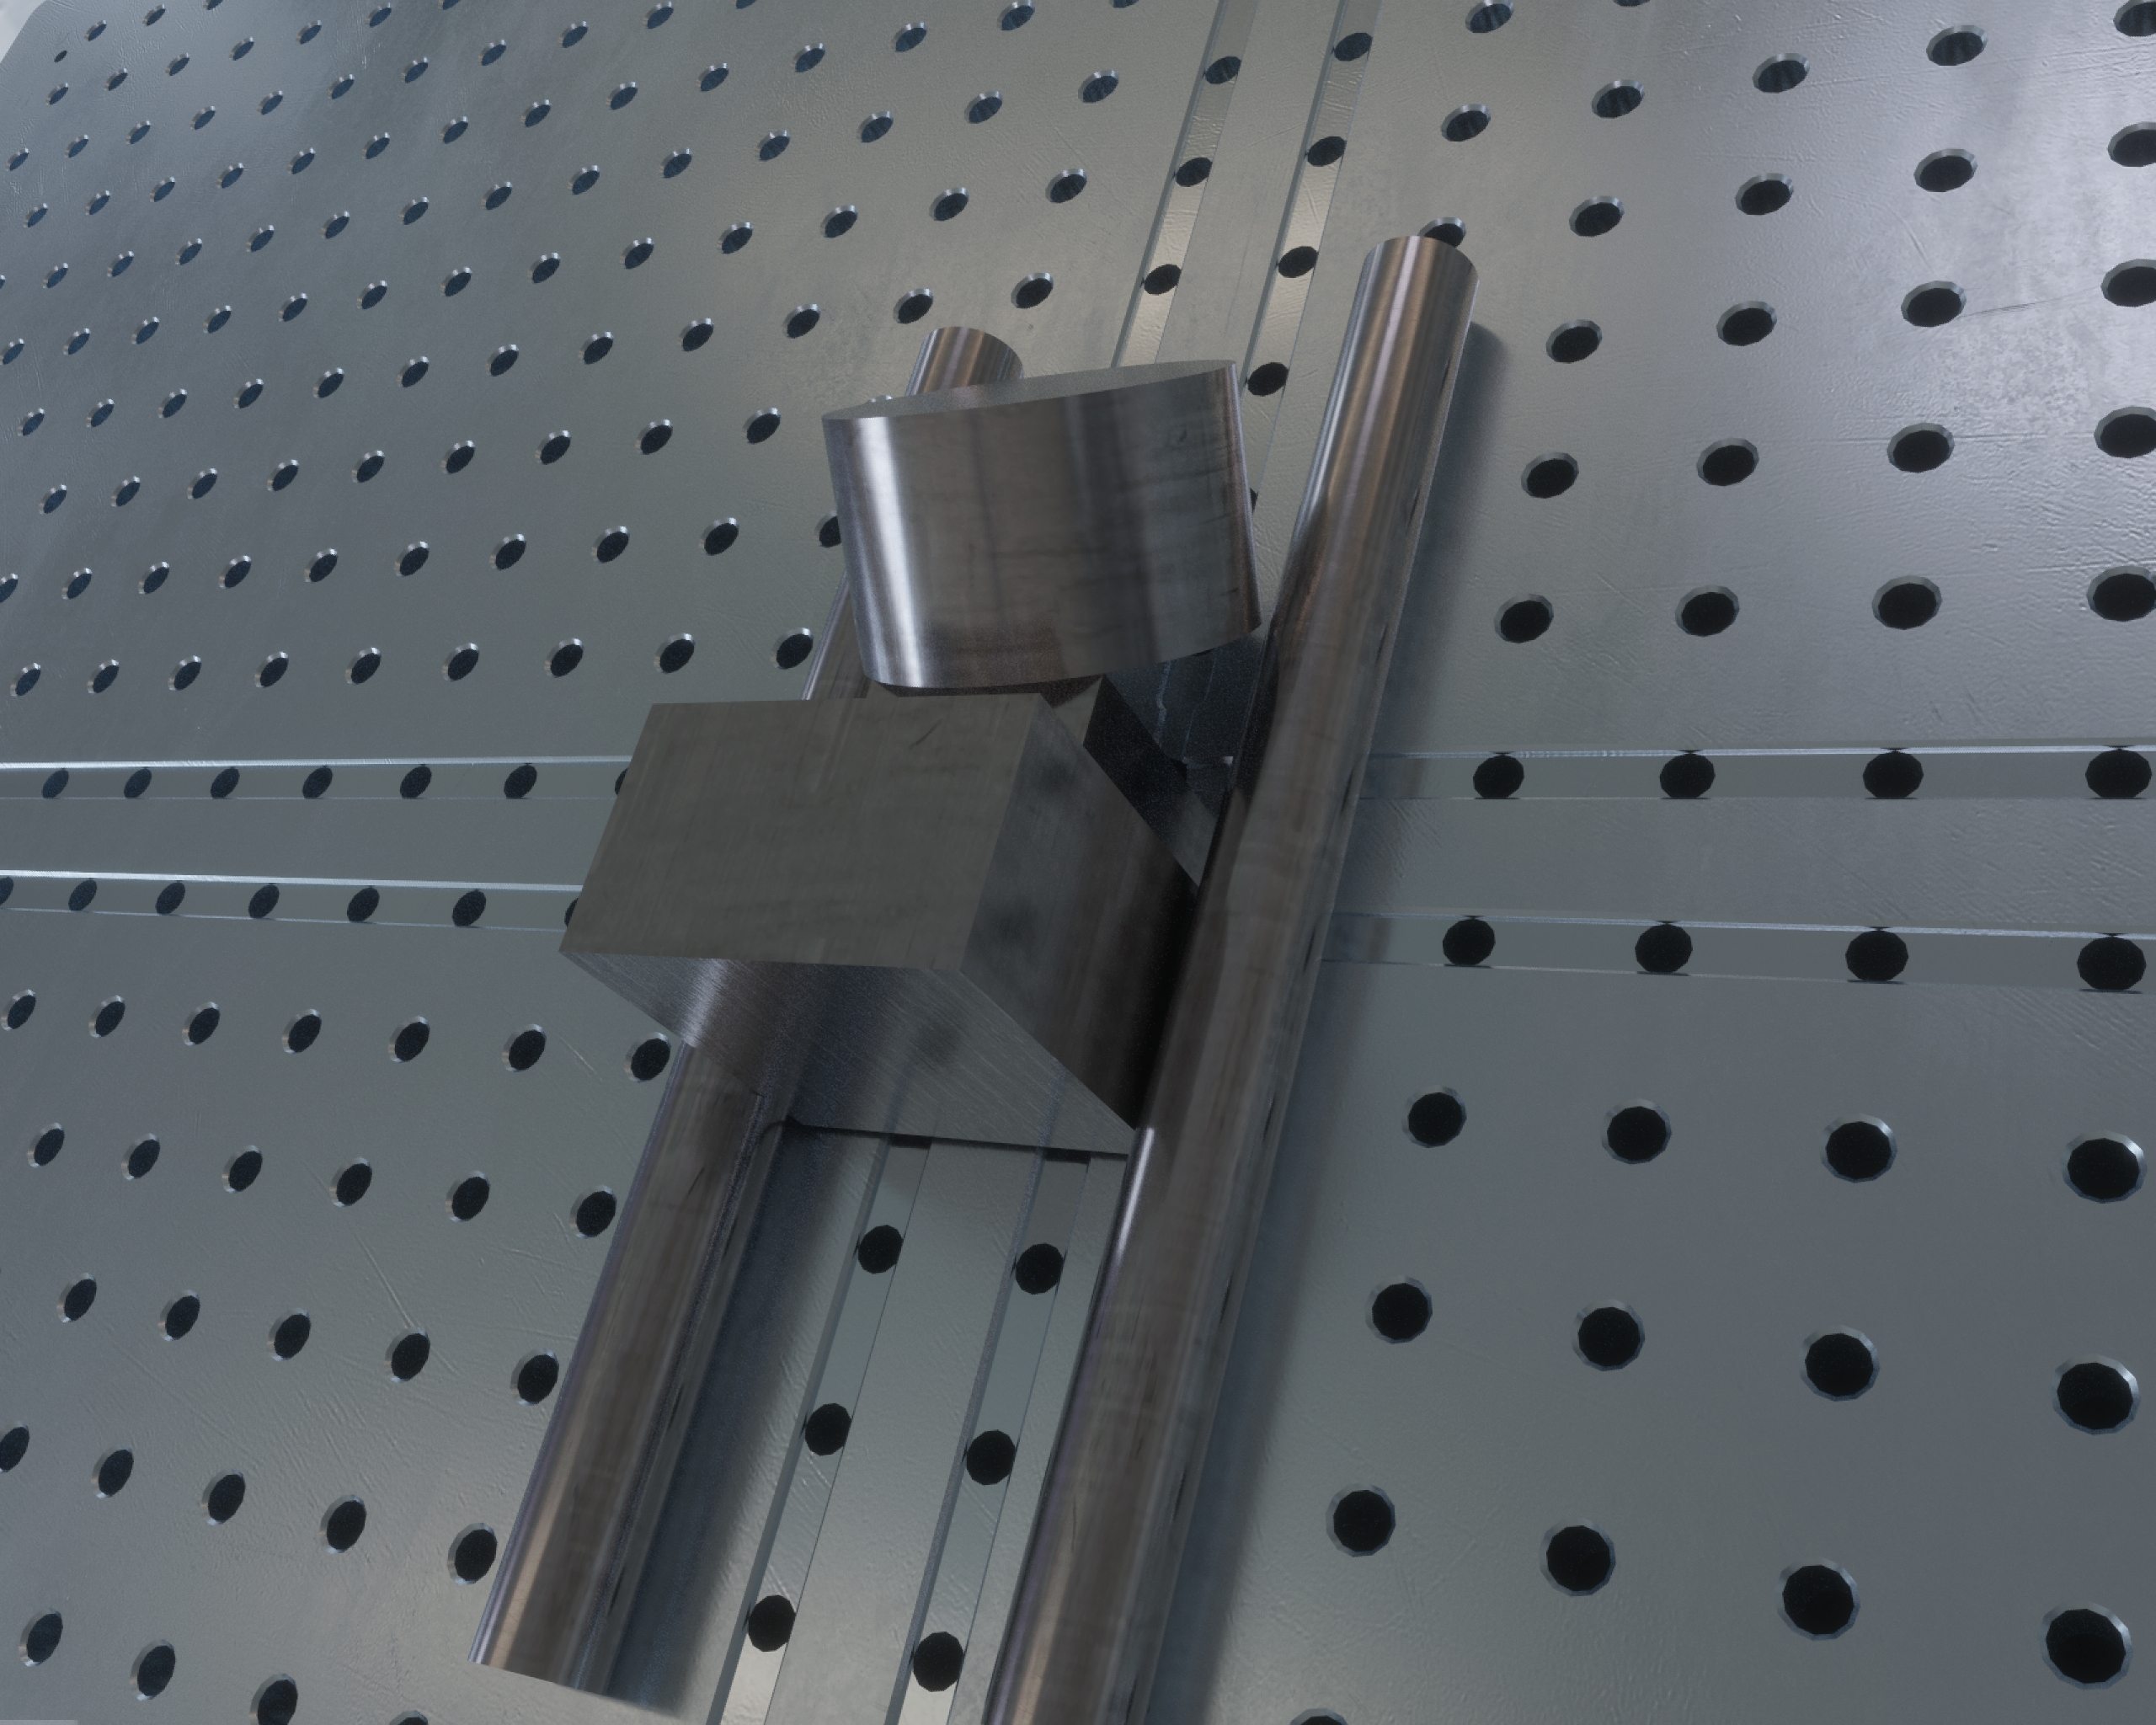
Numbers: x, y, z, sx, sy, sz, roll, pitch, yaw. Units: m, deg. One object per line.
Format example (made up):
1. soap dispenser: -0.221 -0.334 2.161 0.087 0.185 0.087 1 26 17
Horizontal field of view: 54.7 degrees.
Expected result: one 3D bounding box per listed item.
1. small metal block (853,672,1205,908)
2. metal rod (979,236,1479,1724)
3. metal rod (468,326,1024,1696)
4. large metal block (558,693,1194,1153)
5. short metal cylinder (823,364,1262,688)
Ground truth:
1. small metal block: -0.010 -0.013 0.405 0.050 0.050 0.025 2 63 28
2. metal rod: 0.035 0.006 0.386 0.025 0.025 0.300 2 62 29
3. metal rod: -0.060 0.013 0.432 0.025 0.025 0.300 1 62 28
4. large metal block: -0.031 0.013 0.378 0.080 0.080 0.050 1 62 28
5. short metal cylinder: -0.006 -0.068 0.410 0.080 0.050 0.080 -7 16 2
